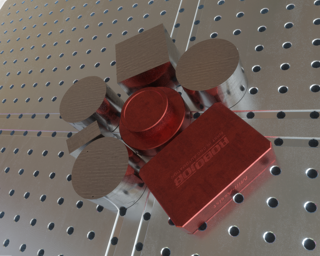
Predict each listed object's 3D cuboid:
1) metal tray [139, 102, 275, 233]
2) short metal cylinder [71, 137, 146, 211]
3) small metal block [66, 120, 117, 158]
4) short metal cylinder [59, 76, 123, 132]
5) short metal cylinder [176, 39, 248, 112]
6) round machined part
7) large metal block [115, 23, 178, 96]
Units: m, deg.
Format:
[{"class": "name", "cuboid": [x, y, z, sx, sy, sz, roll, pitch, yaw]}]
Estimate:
[{"class": "metal tray", "cuboid": [0.050, 0.041, 0.352, 0.130, 0.030, 0.090, -42, 51, -1]}, {"class": "short metal cylinder", "cuboid": [-0.062, 0.058, 0.389, 0.080, 0.050, 0.080, -13, 56, 21]}, {"class": "small metal block", "cuboid": [-0.090, 0.023, 0.424, 0.050, 0.050, 0.025, -33, 52, 7]}, {"class": "short metal cylinder", "cuboid": [-0.101, -0.030, 0.463, 0.080, 0.050, 0.080, -13, 56, 21]}, {"class": "short metal cylinder", "cuboid": [0.067, -0.067, 0.397, 0.080, 0.050, 0.080, -13, 56, 21]}, {"class": "round machined part", "cuboid": [-0.013, -0.016, 0.413, 0.098, 0.042, 0.098, -13, 56, 21]}, {"class": "large metal block", "cuboid": [-0.017, -0.096, 0.461, 0.080, 0.050, 0.080, -19, 54, 17]}]
